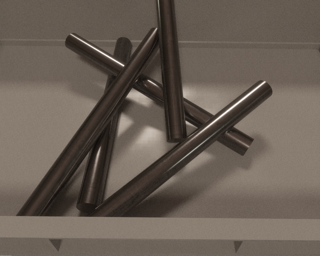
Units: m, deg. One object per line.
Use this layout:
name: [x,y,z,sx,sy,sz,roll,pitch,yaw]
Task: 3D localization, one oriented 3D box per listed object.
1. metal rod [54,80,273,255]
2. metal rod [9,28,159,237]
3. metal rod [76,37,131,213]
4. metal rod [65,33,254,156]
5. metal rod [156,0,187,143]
metal rod: [0.019,0.035,0.350,0.301,0.025,0.025,-37,59,-18]
metal rod: [-0.073,-0.013,0.376,0.025,0.025,0.300,23,65,17]
metal rod: [-0.069,-0.029,0.428,0.025,0.025,0.300,3,50,2]
metal rod: [-0.011,-0.054,0.426,0.300,0.025,0.025,33,57,15]
metal rod: [0.010,-0.129,0.414,0.025,0.025,0.299,-3,75,-3]
